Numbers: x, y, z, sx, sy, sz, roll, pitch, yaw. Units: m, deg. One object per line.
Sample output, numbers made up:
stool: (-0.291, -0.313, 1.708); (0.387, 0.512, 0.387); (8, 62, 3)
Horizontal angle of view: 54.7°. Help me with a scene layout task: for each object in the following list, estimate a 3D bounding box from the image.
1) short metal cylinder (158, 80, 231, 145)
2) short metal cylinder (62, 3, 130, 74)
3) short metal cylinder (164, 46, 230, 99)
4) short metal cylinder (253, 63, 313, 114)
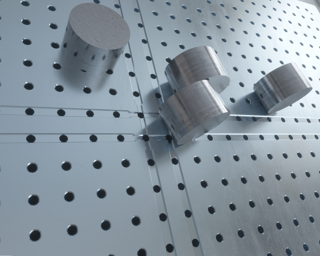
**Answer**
short metal cylinder: (0.045, -0.020, 0.411); (0.081, 0.080, 0.050); (-20, 73, -36)
short metal cylinder: (-0.087, -0.121, 0.420); (0.081, 0.050, 0.080); (14, 56, -21)
short metal cylinder: (0.053, -0.072, 0.448); (0.081, 0.080, 0.050); (-10, 67, -33)
short metal cylinder: (0.208, -0.067, 0.529); (0.081, 0.080, 0.050); (-14, 70, -34)
